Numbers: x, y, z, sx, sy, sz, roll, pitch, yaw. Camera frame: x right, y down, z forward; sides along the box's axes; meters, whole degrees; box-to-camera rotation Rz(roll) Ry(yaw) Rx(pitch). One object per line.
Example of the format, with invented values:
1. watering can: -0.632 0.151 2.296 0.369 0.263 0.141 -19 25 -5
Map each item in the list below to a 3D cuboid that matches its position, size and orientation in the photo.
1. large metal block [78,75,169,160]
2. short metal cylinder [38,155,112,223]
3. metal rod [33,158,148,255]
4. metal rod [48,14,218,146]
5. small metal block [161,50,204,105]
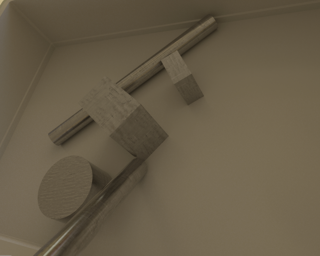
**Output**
1. large metal block: -0.046 -0.010 0.400 0.050 0.080 0.080 -47 52 -4
2. short metal cylinder: -0.105 0.081 0.393 0.080 0.050 0.080 -13 56 20
3. metal rod: -0.067 0.086 0.252 0.025 0.301 0.025 4 105 15
4. metal rod: -0.042 -0.071 0.469 0.300 0.025 0.025 -36 51 3
5. small metal block: 0.030 -0.066 0.414 0.025 0.050 0.050 -31 52 9
